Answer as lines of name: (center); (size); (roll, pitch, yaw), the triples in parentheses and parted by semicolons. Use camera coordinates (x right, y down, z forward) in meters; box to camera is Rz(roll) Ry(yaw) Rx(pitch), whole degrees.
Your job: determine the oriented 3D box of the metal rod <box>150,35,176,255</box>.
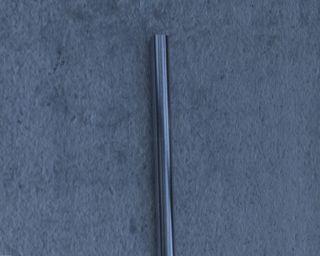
metal rod: (0.004, 0.029, 0.411); (0.025, 0.025, 0.298); (-2, 91, -20)
